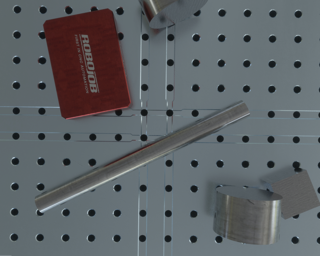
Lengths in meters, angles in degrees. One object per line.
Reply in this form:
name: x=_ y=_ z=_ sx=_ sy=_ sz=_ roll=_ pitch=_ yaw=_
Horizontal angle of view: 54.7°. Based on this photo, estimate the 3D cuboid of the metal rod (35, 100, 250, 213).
metal rod: x=-0.023 y=0.038 z=0.413 sx=0.301 sy=0.025 sz=0.025 roll=-25 pitch=90 yaw=0

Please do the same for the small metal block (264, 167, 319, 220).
small metal block: x=0.177 y=0.087 z=0.415 sx=0.050 sy=0.025 sz=0.050 roll=-22 pitch=90 yaw=0

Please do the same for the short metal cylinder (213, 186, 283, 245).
short metal cylinder: x=0.109 y=0.106 z=0.387 sx=0.081 sy=0.080 sz=0.050 roll=4 pitch=90 yaw=0

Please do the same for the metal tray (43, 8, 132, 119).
metal tray: x=-0.093 y=-0.082 z=0.410 sx=0.091 sy=0.030 sz=0.129 roll=-11 pitch=90 yaw=0

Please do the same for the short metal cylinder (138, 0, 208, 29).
short metal cylinder: x=0.013 y=-0.167 z=0.386 sx=0.080 sy=0.080 sz=0.050 roll=-24 pitch=90 yaw=0
